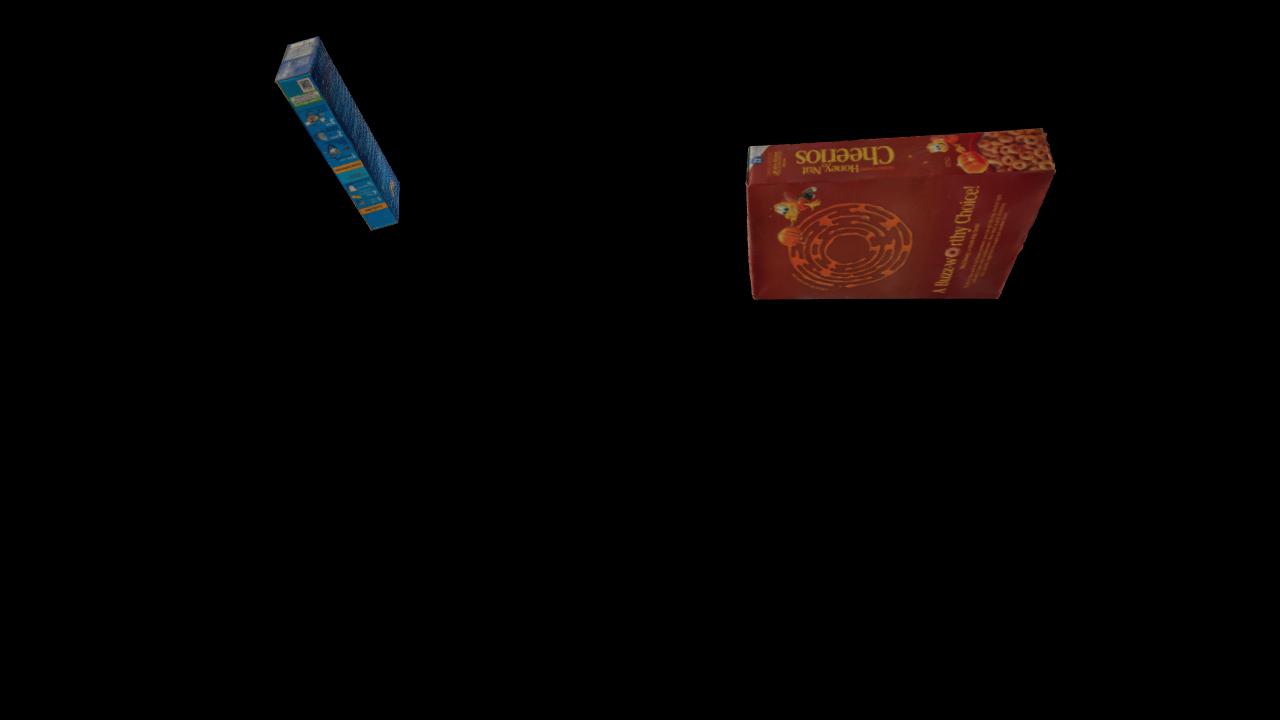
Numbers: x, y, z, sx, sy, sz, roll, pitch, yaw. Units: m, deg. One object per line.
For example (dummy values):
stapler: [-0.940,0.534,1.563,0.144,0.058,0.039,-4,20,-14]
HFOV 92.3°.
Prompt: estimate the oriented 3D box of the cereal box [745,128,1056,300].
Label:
cereal box: [0.281,-0.160,0.729,0.306,0.081,0.203,2,-33,15]

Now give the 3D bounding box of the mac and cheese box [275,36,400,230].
mac and cheese box: [-0.326,-0.245,0.682,0.041,0.093,0.184,-17,-40,-3]
